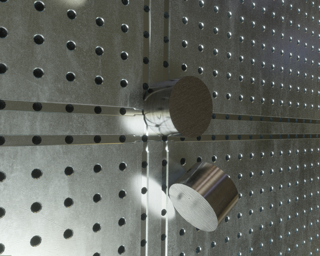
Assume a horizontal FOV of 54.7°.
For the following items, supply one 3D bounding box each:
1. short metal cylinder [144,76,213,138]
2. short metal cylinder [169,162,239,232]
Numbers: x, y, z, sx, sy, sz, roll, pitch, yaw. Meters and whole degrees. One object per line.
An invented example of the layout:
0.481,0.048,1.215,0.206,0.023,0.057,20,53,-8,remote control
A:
0.025,-0.027,0.416,0.081,0.050,0.079,0,90,-40,short metal cylinder
0.059,0.094,0.426,0.050,0.080,0.080,-38,114,-34,short metal cylinder
